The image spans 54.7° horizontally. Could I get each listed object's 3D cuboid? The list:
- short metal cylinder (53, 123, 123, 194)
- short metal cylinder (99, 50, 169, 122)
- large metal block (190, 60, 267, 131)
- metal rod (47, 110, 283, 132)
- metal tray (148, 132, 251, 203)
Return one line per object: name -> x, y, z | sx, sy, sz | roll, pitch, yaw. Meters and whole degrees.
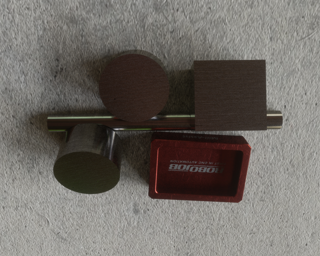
short metal cylinder -> -0.090, 0.040, 0.399 | 0.081, 0.050, 0.079 | -1, 131, -1
short metal cylinder -> -0.029, -0.053, 0.378 | 0.081, 0.050, 0.079 | 0, 110, 0
large metal block -> 0.079, -0.036, 0.372 | 0.081, 0.050, 0.080 | -1, 89, 0
metal rod -> 0.007, -0.009, 0.409 | 0.302, 0.025, 0.025 | -1, 110, 0
metal tray -> 0.051, 0.055, 0.428 | 0.131, 0.030, 0.089 | 3, 110, -2
